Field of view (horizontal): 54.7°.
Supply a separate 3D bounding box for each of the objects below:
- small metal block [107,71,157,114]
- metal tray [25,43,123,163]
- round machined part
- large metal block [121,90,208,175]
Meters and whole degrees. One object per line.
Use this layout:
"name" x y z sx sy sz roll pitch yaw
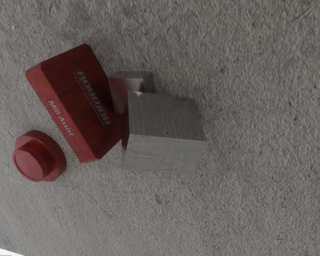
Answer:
"small metal block" -0.034 -0.045 0.397 0.050 0.025 0.050 6 121 25
"metal tray" -0.096 -0.033 0.394 0.030 0.090 0.130 -16 110 34
"round machined part" -0.218 0.056 0.546 0.098 0.042 0.097 13 124 21
"large metal block" 0.000 0.004 0.354 0.081 0.080 0.050 6 127 -13
